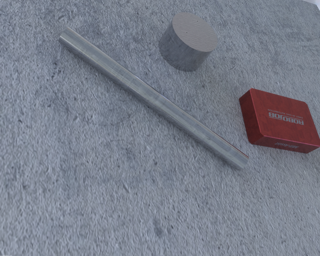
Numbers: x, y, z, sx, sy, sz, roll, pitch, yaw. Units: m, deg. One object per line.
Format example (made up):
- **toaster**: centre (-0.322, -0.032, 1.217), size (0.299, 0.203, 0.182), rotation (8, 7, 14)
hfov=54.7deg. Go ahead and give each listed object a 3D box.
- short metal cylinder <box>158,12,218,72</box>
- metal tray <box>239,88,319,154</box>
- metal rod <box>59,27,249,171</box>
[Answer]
- **short metal cylinder**: centre (0.044, -0.138, 0.498), size (0.081, 0.050, 0.080), rotation (14, 56, -21)
- **metal tray**: centre (0.201, -0.011, 0.518), size (0.131, 0.030, 0.090), rotation (10, 57, -23)
- **metal rod**: centre (-0.005, -0.037, 0.424), size (0.301, 0.025, 0.025), rotation (35, 51, -5)
